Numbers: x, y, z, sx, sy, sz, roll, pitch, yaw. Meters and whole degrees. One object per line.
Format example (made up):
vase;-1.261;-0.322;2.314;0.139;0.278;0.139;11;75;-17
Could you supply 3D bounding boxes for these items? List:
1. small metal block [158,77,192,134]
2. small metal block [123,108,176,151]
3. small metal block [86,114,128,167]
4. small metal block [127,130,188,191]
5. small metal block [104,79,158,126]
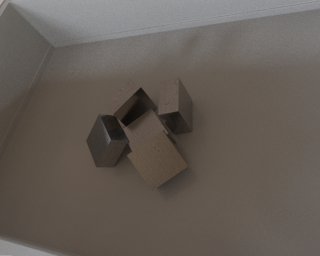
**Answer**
small metal block;0.021;-0.027;0.391;0.025;0.050;0.050;-10;57;21
small metal block;-0.016;0.011;0.403;0.050;0.025;0.050;-36;51;4
small metal block;-0.072;0.017;0.414;0.050;0.025;0.050;-58;45;29
small metal block;-0.002;0.037;0.364;0.050;0.025;0.050;-35;88;4
small metal block;-0.039;-0.030;0.424;0.050;0.050;0.025;-45;51;-3
